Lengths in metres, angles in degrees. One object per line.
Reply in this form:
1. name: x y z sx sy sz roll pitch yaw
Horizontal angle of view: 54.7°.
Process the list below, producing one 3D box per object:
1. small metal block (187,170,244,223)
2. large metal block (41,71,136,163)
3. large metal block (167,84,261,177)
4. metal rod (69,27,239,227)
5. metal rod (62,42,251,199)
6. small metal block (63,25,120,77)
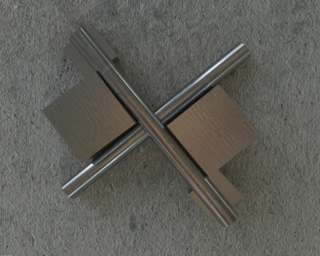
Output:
1. small metal block: 0.073 0.087 0.412 0.050 0.025 0.050 -43 90 0
2. large metal block: -0.086 -0.013 0.396 0.080 0.050 0.080 -37 90 0
3. large metal block: 0.065 0.003 0.399 0.080 0.050 0.080 -39 90 0
4. metal rod: -0.007 -0.001 0.385 0.025 0.025 0.300 -39 90 0
5. metal rod: -0.004 -0.010 0.412 0.300 0.025 0.025 -39 90 0
6. small metal block: -0.090 -0.098 0.411 0.050 0.025 0.050 -37 90 0
